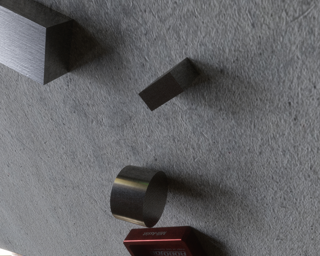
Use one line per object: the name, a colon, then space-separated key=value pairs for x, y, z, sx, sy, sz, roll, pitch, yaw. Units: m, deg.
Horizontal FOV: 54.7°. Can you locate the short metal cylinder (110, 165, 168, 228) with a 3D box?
short metal cylinder: x=-0.028 y=0.097 z=0.446 sx=0.050 sy=0.080 sz=0.079 roll=7 pitch=122 yaw=24

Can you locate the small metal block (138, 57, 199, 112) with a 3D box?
small metal block: x=0.011 y=-0.050 z=0.354 sx=0.050 sy=0.050 sz=0.025 roll=-30 pitch=102 yaw=38

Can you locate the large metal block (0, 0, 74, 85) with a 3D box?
large metal block: x=-0.166 y=-0.115 z=0.407 sx=0.080 sy=0.050 sz=0.079 roll=28 pitch=128 yaw=10

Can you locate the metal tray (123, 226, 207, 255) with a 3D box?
metal tray: x=0.011 y=0.214 z=0.530 sx=0.130 sy=0.030 sz=0.090 roll=-16 pitch=110 yaw=34
